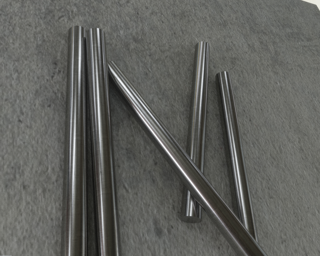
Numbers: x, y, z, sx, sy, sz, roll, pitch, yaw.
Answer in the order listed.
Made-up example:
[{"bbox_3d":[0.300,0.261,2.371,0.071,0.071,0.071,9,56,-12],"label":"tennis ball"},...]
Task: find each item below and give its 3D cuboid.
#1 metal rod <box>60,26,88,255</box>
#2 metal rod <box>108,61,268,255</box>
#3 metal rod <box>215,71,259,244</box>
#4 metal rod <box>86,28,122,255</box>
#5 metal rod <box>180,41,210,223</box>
[{"bbox_3d":[-0.095,0.000,0.353,0.025,0.025,0.299,7,59,-25],"label":"metal rod"},{"bbox_3d":[0.017,0.031,0.370,0.025,0.025,0.300,-24,67,-37],"label":"metal rod"},{"bbox_3d":[0.106,0.042,0.437,0.025,0.025,0.299,13,56,-22],"label":"metal rod"},{"bbox_3d":[-0.066,0.011,0.351,0.025,0.025,0.299,4,63,-26],"label":"metal rod"},{"bbox_3d":[0.054,-0.016,0.444,0.025,0.025,0.300,20,54,-17],"label":"metal rod"}]
